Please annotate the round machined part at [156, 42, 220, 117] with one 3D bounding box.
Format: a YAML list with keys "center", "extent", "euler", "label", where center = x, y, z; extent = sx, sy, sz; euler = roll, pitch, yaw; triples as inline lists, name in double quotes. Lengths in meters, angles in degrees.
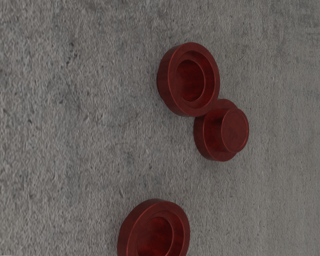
- center: [0.034, -0.064, 0.422]
  extent: [0.099, 0.042, 0.097]
  euler: [0, 90, -40]
  label: "round machined part"

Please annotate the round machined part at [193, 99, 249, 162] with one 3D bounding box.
- center: [0.101, 0.003, 0.478]
  extent: [0.099, 0.042, 0.097]
  euler: [0, 90, -40]
  label: "round machined part"

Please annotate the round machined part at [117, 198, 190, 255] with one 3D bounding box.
- center: [-0.012, 0.136, 0.384]
  extent: [0.099, 0.042, 0.097]
  euler: [0, 90, -40]
  label: "round machined part"
